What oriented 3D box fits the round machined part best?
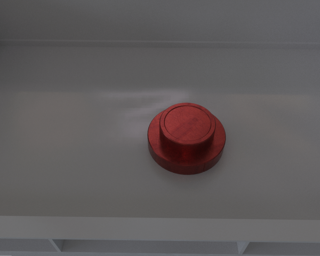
[{"bbox_3d":[0.034,0.006,0.389,0.099,0.042,0.098,0,50,0],"label":"round machined part"}]
